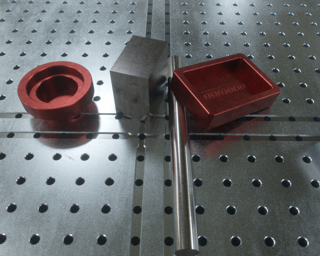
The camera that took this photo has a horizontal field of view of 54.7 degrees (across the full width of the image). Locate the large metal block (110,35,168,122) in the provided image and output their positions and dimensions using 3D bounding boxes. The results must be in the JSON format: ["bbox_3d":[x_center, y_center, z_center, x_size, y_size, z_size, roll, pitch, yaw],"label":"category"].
[{"bbox_3d":[-0.026,-0.068,0.429,0.050,0.080,0.080,14,51,11],"label":"large metal block"}]

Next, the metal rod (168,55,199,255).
[{"bbox_3d":[0.025,0.008,0.400,0.025,0.025,0.300,0,50,-1],"label":"metal rod"}]

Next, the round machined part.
[{"bbox_3d":[-0.141,-0.047,0.434,0.099,0.042,0.098,0,50,0],"label":"round machined part"}]

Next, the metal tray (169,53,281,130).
[{"bbox_3d":[0.091,-0.056,0.433,0.131,0.030,0.090,-19,58,-27],"label":"metal tray"}]
